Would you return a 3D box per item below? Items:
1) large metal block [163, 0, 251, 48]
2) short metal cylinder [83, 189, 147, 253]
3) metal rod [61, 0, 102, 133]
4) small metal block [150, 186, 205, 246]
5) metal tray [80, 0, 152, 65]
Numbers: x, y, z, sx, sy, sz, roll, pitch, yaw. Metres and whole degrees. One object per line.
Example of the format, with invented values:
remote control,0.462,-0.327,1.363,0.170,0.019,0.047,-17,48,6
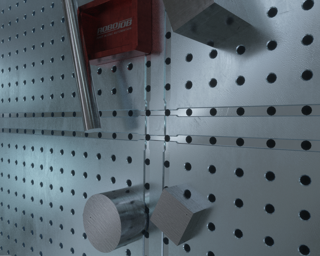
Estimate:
large metal block,0.046,-0.142,0.334,0.050,0.081,0.080,-26,74,37
short metal cylinder,-0.065,0.130,0.444,0.080,0.050,0.079,0,90,39
metal rod,-0.128,-0.140,0.472,0.025,0.025,0.299,-20,77,38
small metal block,0.021,0.109,0.391,0.050,0.025,0.050,35,111,34
metal tray,-0.071,-0.148,0.462,0.130,0.030,0.089,-1,90,39
